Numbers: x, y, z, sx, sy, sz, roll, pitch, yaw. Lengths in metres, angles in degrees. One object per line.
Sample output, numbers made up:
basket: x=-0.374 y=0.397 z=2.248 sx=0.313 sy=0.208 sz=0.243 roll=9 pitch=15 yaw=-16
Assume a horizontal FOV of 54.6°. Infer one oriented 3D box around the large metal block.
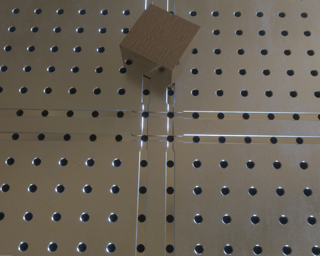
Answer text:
large metal block: x=0.001 y=-0.116 z=0.441 sx=0.080 sy=0.050 sz=0.080 roll=28 pitch=72 yaw=10
